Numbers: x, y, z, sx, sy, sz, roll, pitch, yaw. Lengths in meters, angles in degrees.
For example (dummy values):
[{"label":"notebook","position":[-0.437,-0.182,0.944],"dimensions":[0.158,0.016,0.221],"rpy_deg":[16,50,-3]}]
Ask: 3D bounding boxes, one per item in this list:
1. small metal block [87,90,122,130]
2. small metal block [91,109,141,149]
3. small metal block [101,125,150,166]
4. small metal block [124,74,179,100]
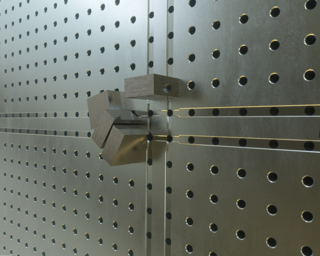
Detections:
[{"label":"small metal block","position":[-0.085,-0.027,0.481],"dimensions":[0.050,0.025,0.050],"rpy_deg":[-16,80,39]},{"label":"small metal block","position":[-0.063,0.001,0.447],"dimensions":[0.025,0.050,0.050],"rpy_deg":[44,116,31]},{"label":"small metal block","position":[-0.048,0.024,0.434],"dimensions":[0.025,0.050,0.050],"rpy_deg":[38,114,33]},{"label":"small metal block","position":[-0.010,-0.052,0.403],"dimensions":[0.050,0.050,0.025],"rpy_deg":[-1,89,40]}]
